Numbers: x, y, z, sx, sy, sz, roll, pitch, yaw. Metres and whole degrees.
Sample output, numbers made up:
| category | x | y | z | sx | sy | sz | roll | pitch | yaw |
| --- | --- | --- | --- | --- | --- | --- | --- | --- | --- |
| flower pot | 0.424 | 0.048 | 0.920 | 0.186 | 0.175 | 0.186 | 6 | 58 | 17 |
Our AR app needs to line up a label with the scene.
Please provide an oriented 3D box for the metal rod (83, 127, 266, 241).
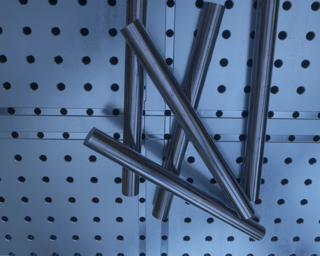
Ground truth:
| category | x | y | z | sx | sy | sz | roll | pitch | yaw |
| --- | --- | --- | --- | --- | --- | --- | --- | --- | --- |
| metal rod | 0.034 | 0.085 | 0.421 | 0.301 | 0.025 | 0.025 | 33 | 107 | -21 |

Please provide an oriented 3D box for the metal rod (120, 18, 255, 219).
| category | x | y | z | sx | sy | sz | roll | pitch | yaw |
| --- | --- | --- | --- | --- | --- | --- | --- | --- | --- |
| metal rod | 0.045 | 0.004 | 0.388 | 0.025 | 0.025 | 0.299 | -30 | 111 | 10 |

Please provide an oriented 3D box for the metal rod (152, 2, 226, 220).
| category | x | y | z | sx | sy | sz | roll | pitch | yaw |
| --- | --- | --- | --- | --- | --- | --- | --- | --- | --- |
| metal rod | 0.032 | -0.008 | 0.410 | 0.025 | 0.025 | 0.298 | 12 | 110 | -5 |

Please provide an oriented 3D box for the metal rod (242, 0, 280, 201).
| category | x | y | z | sx | sy | sz | roll | pitch | yaw |
| --- | --- | --- | --- | --- | --- | --- | --- | --- | --- |
| metal rod | 0.129 | -0.040 | 0.400 | 0.025 | 0.025 | 0.298 | -1 | 110 | 0 |

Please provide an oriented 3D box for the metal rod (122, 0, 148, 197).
| category | x | y | z | sx | sy | sz | roll | pitch | yaw |
| --- | --- | --- | --- | --- | --- | --- | --- | --- | --- |
| metal rod | -0.033 | -0.047 | 0.395 | 0.025 | 0.025 | 0.298 | 3 | 110 | -2 |
